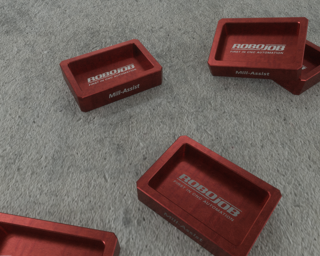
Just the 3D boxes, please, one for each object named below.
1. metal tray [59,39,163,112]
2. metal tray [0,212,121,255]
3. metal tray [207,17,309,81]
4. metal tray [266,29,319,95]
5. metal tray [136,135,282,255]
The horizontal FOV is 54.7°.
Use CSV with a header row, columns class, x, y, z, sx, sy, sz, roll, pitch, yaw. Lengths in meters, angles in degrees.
class,x,y,z,sx,sy,sz,roll,pitch,yaw
metal tray,-0.073,-0.083,0.468,0.131,0.030,0.090,-23,54,-18
metal tray,-0.112,0.135,0.285,0.131,0.030,0.090,8,50,6
metal tray,0.146,-0.120,0.464,0.130,0.030,0.090,8,69,23
metal tray,0.200,-0.116,0.498,0.091,0.030,0.130,-30,56,-23
metal tray,0.051,0.073,0.338,0.130,0.030,0.090,31,56,23
